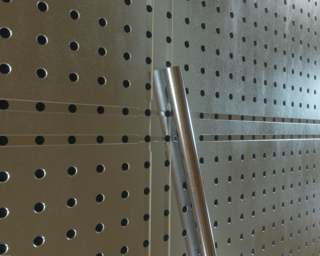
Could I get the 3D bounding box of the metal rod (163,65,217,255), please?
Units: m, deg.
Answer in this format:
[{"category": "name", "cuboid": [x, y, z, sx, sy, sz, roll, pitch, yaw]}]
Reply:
[{"category": "metal rod", "cuboid": [0.046, 0.061, 0.446, 0.025, 0.025, 0.298, -20, 103, -38]}]
